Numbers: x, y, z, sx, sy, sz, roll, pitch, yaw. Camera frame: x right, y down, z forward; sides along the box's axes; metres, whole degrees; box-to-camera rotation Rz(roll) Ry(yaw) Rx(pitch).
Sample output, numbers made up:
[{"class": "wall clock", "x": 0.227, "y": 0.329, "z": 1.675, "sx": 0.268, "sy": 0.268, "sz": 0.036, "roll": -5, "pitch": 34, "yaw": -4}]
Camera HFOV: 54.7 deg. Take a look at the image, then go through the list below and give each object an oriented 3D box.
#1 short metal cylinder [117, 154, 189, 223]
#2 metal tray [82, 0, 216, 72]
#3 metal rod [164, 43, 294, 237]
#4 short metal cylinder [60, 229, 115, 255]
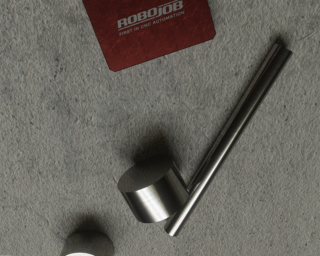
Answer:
[{"class": "short metal cylinder", "x": -0.009, "y": 0.078, "z": 0.409, "sx": 0.080, "sy": 0.080, "sz": 0.050, "roll": -24, "pitch": 109, "yaw": 8}, {"class": "metal tray", "x": -0.011, "y": -0.129, "z": 0.359, "sx": 0.131, "sy": 0.030, "sz": 0.090, "roll": -17, "pitch": 109, "yaw": 6}, {"class": "metal rod", "x": 0.084, "y": 0.029, "z": 0.420, "sx": 0.025, "sy": 0.025, "sz": 0.298, "roll": 25, "pitch": 108, "yaw": -9}, {"class": "short metal cylinder", "x": -0.113, "y": 0.203, "z": 0.470, "sx": 0.081, "sy": 0.050, "sz": 0.079, "roll": 0, "pitch": 110, "yaw": 0}]
